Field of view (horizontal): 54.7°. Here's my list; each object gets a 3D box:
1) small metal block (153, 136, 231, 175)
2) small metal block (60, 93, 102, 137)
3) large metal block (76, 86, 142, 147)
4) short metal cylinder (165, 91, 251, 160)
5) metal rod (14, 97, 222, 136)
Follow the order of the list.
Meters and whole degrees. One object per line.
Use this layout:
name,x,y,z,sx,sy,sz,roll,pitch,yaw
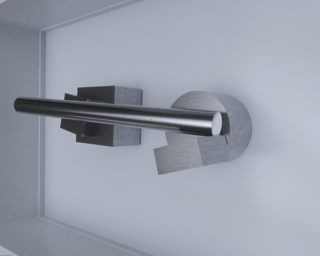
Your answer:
small metal block,0.031,0.026,0.295,0.050,0.050,0.025,-18,79,38
small metal block,-0.109,-0.019,0.427,0.050,0.025,0.050,17,100,38
large metal block,-0.075,-0.017,0.446,0.080,0.050,0.079,4,92,39
short metal cylinder,0.053,0.001,0.343,0.080,0.050,0.079,0,90,39
metal rod,-0.073,-0.018,0.371,0.300,0.025,0.025,7,94,31
